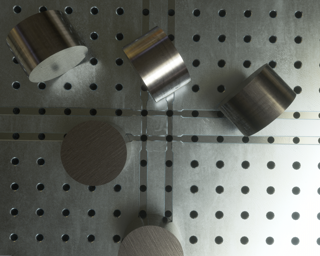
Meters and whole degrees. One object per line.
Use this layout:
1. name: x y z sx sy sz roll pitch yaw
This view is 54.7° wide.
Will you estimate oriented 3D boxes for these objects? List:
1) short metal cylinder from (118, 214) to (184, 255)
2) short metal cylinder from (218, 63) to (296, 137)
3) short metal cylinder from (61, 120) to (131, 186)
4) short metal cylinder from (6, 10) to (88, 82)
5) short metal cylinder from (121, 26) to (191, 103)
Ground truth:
1. short metal cylinder: -0.011 0.158 0.401 0.081 0.050 0.079 0 90 0
2. short metal cylinder: 0.119 -0.034 0.387 0.080 0.080 0.050 -43 90 0
3. short metal cylinder: -0.080 0.030 0.400 0.081 0.050 0.079 0 91 0
4. short metal cylinder: -0.138 -0.100 0.385 0.080 0.080 0.050 -32 90 0
5. short metal cylinder: -0.005 -0.078 0.386 0.050 0.080 0.080 -33 90 0
